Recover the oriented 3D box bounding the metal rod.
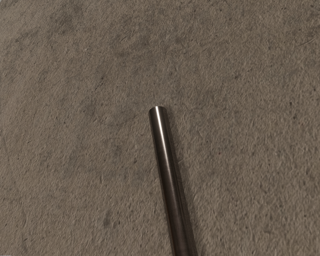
[{"bbox_3d":[0.020,0.099,0.331,0.025,0.025,0.299,-22,54,15],"label":"metal rod"}]
